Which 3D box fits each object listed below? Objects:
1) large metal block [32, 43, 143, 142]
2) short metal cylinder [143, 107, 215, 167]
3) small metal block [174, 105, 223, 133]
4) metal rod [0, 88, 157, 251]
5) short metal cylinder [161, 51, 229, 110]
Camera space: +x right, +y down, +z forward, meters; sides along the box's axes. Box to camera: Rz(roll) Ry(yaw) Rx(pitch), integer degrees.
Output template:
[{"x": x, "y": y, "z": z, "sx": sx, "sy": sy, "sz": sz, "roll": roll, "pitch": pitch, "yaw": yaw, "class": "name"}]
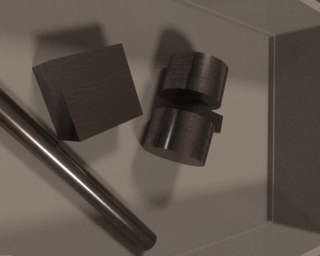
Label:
[{"x": -0.074, "y": -0.038, "z": 0.329, "sx": 0.081, "sy": 0.050, "sz": 0.080, "roll": -26, "pitch": 107, "yaw": -37, "class": "large metal block"}, {"x": 0.024, "y": 0.013, "z": 0.393, "sx": 0.080, "sy": 0.080, "sz": 0.050, "roll": 28, "pitch": 73, "yaw": -37, "class": "short metal cylinder"}, {"x": 0.052, "y": -0.011, "z": 0.436, "sx": 0.050, "sy": 0.050, "sz": 0.025, "roll": 19, "pitch": 78, "yaw": -39, "class": "small metal block"}, {"x": -0.097, "y": 0.042, "z": 0.326, "sx": 0.300, "sy": 0.025, "sz": 0.025, "roll": 51, "pitch": 60, "yaw": -28, "class": "metal rod"}, {"x": 0.046, "y": -0.060, "z": 0.411, "sx": 0.080, "sy": 0.080, "sz": 0.050, "roll": 23, "pitch": 76, "yaw": -38, "class": "short metal cylinder"}]
